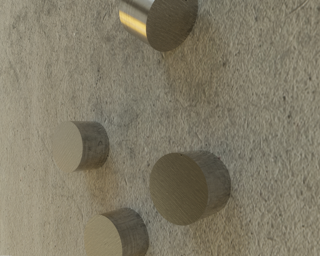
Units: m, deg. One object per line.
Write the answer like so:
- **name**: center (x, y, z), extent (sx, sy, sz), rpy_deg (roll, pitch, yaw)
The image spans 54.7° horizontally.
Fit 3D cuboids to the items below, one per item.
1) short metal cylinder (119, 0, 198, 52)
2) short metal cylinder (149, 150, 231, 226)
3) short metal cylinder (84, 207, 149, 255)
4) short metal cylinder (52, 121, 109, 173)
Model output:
- **short metal cylinder**: center (-0.001, -0.139, 0.370), extent (0.050, 0.081, 0.079), rpy_deg (40, 114, 33)
- **short metal cylinder**: center (0.034, 0.067, 0.360), extent (0.080, 0.050, 0.080), rpy_deg (0, 90, 40)
- **short metal cylinder**: center (-0.063, 0.159, 0.441), extent (0.080, 0.050, 0.080), rpy_deg (0, 90, 40)
- **short metal cylinder**: center (-0.127, 0.029, 0.494), extent (0.080, 0.050, 0.080), rpy_deg (0, 90, 40)
